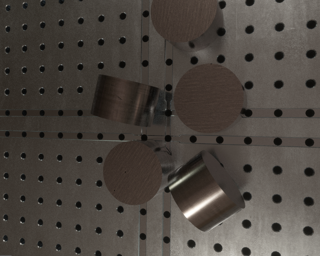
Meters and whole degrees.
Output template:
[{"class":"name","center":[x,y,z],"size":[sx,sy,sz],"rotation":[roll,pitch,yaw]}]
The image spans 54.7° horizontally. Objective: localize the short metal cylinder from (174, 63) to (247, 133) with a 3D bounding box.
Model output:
[{"class":"short metal cylinder","center":[0.063,-0.034,0.377],"size":[0.080,0.050,0.079],"rotation":[0,90,19]}]

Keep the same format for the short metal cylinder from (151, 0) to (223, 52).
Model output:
[{"class":"short metal cylinder","center":[0.035,-0.140,0.386],"size":[0.080,0.050,0.079],"rotation":[0,90,19]}]

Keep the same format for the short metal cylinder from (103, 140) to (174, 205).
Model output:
[{"class":"short metal cylinder","center":[-0.027,0.056,0.408],"size":[0.080,0.050,0.079],"rotation":[0,90,19]}]

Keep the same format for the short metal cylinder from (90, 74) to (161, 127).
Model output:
[{"class":"short metal cylinder","center":[-0.044,-0.035,0.398],"size":[0.080,0.080,0.050],"rotation":[15,95,19]}]

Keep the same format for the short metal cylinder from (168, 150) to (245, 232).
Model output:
[{"class":"short metal cylinder","center":[0.054,0.073,0.364],"size":[0.050,0.080,0.080],"rotation":[-39,78,16]}]
